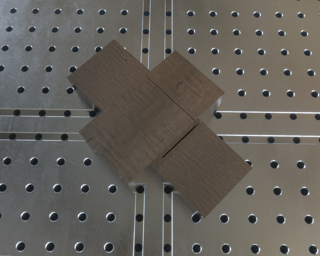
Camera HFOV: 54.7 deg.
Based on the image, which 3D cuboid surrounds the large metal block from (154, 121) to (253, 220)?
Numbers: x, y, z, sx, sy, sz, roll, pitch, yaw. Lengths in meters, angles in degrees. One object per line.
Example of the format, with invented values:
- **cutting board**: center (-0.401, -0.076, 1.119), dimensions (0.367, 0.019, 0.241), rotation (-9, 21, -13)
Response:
- **large metal block**: center (0.050, 0.053, 0.380), dimensions (0.080, 0.050, 0.080), rotation (-42, 76, -13)

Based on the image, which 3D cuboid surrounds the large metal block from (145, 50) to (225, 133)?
- **large metal block**: center (0.029, -0.038, 0.397), dimensions (0.050, 0.080, 0.080), rotation (-43, 76, -14)

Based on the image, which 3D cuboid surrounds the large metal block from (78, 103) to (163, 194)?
- **large metal block**: center (-0.043, 0.028, 0.372), dimensions (0.050, 0.080, 0.080), rotation (-43, 76, -14)

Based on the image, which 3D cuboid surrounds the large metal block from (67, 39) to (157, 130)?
- **large metal block**: center (-0.061, -0.057, 0.416), dimensions (0.080, 0.050, 0.080), rotation (43, 76, 13)

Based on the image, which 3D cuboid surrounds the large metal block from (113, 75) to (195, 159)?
- **large metal block**: center (-0.008, -0.005, 0.385), dimensions (0.050, 0.080, 0.080), rotation (-43, 76, -14)
